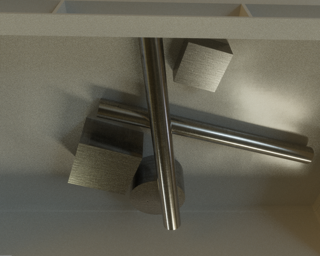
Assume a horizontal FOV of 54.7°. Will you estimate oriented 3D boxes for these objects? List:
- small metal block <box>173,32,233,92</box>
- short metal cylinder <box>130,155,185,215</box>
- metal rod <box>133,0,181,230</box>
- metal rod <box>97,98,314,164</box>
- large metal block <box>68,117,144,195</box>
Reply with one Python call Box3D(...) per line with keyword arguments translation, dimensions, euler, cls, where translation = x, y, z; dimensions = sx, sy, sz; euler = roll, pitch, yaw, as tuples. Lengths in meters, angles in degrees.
Box3D(translation=(0.046, -0.073, 0.348), dimensions=(0.050, 0.025, 0.050), euler=(13, 129, -11), cls="small metal block")
Box3D(translation=(-0.004, 0.086, 0.466), dimensions=(0.081, 0.050, 0.079), euler=(0, 130, 0), cls="short metal cylinder")
Box3D(translation=(0.002, 0.005, 0.372), dimensions=(0.025, 0.025, 0.298), euler=(-5, 118, 3), cls="metal rod")
Box3D(translation=(0.068, 0.007, 0.415), dimensions=(0.302, 0.025, 0.025), euler=(13, 129, -11), cls="metal rod")
Box3D(translation=(-0.074, 0.041, 0.426), dimensions=(0.081, 0.050, 0.079), euler=(15, 128, -13), cls="large metal block")
